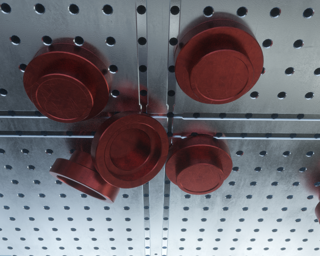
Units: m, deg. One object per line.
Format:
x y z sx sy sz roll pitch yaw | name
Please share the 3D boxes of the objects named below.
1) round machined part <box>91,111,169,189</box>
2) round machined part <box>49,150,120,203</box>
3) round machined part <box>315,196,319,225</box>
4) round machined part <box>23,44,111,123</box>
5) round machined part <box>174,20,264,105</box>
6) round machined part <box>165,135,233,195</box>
-0.041 0.025 0.401 0.099 0.042 0.097 -9 110 -26 | round machined part
-0.100 0.065 0.436 0.098 0.042 0.098 21 157 10 | round machined part
0.306 0.128 0.511 0.099 0.042 0.097 0 130 0 | round machined part
-0.109 -0.044 0.362 0.099 0.042 0.097 0 130 0 | round machined part
0.066 -0.065 0.345 0.099 0.042 0.097 0 130 0 | round machined part
0.057 0.060 0.452 0.099 0.042 0.097 0 130 0 | round machined part
